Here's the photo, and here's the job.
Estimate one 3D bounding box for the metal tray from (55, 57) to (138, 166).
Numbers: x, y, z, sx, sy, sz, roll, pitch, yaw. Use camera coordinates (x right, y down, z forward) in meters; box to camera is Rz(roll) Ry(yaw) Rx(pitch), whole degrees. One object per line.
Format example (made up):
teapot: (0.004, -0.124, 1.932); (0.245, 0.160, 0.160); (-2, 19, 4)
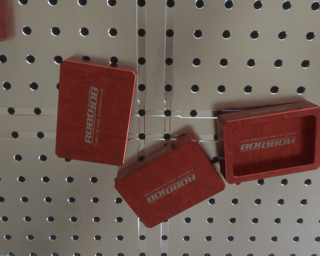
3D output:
metal tray: (-0.083, -0.020, 0.402); (0.091, 0.030, 0.129); (9, 110, -4)

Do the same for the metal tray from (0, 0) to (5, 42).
metal tray: (-0.230, -0.166, 0.346); (0.091, 0.030, 0.129); (5, 110, -3)

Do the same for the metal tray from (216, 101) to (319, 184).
metal tray: (0.146, 0.019, 0.412); (0.131, 0.030, 0.089); (-9, 110, -4)

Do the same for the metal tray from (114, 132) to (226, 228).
metal tray: (0.014, 0.075, 0.439); (0.130, 0.030, 0.090); (-31, 108, 10)
